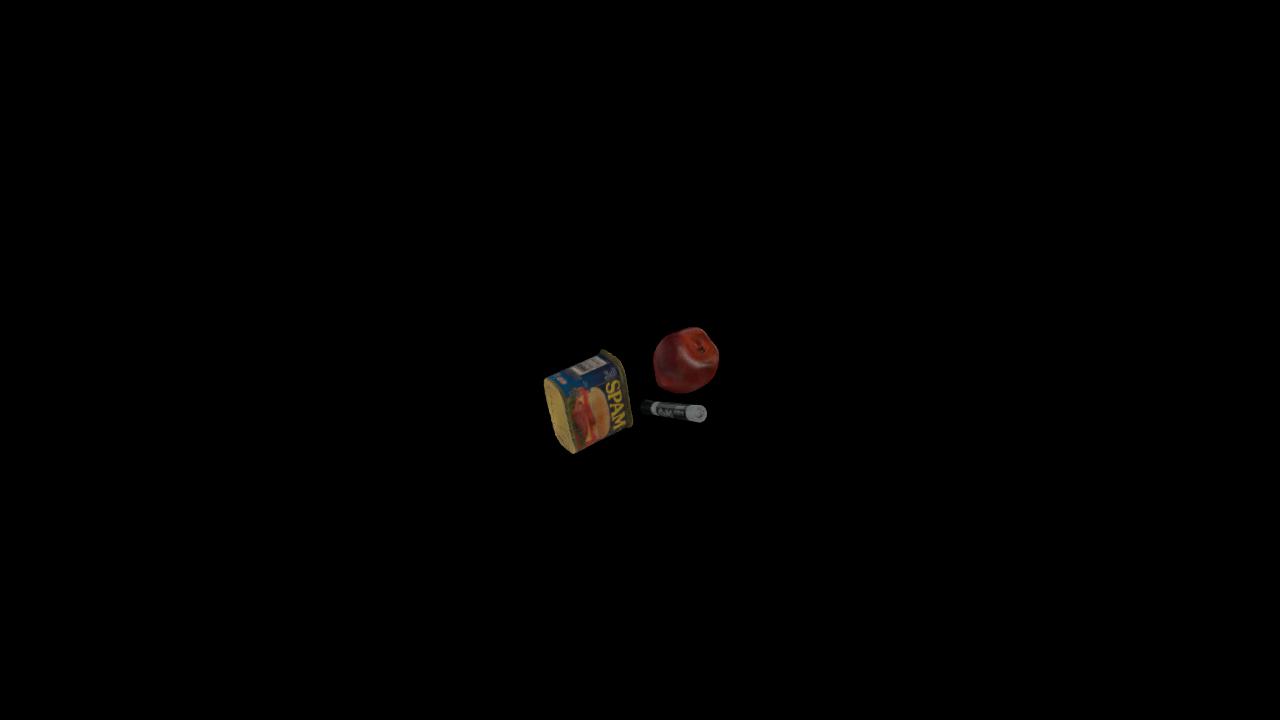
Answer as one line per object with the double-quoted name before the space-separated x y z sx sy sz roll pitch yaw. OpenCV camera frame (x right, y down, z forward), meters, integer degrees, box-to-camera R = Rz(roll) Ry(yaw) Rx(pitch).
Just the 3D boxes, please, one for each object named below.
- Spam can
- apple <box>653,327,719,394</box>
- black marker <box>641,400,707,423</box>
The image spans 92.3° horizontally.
"Spam can" -0.062 0.051 0.739 0.085 0.101 0.058 -24 33 -26
"apple" 0.054 0.003 0.756 0.079 0.079 0.093 0 -25 -29
"black marker" 0.035 0.058 0.715 0.020 0.020 0.121 0 0 -30
